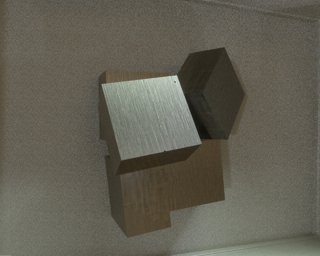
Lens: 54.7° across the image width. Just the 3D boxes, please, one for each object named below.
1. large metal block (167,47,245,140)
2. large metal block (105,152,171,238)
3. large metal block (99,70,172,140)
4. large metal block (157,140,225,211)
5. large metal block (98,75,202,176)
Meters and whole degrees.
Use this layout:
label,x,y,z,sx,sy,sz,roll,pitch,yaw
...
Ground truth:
label,x,y,z,sx,sy,sz,roll,pitch,yaw
large metal block,0.061,-0.042,0.392,0.080,0.050,0.080,55,50,-36
large metal block,-0.029,0.073,0.370,0.050,0.080,0.079,-7,93,-20
large metal block,-0.031,-0.026,0.385,0.081,0.050,0.079,-1,91,-20
large metal block,0.034,0.057,0.407,0.081,0.050,0.079,-6,92,-20
large metal block,-0.014,-0.003,0.322,0.081,0.050,0.080,-10,68,-20
